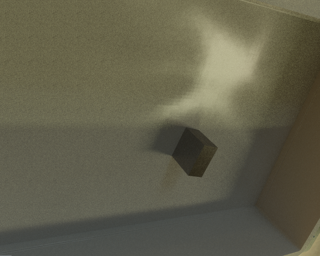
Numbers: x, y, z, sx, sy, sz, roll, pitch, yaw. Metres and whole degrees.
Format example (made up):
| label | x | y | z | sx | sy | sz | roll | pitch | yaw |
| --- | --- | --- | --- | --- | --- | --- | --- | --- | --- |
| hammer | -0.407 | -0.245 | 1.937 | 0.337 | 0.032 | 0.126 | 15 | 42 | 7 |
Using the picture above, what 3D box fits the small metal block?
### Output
| label | x | y | z | sx | sy | sz | roll | pitch | yaw |
| --- | --- | --- | --- | --- | --- | --- | --- | --- | --- |
| small metal block | 0.048 | 0.034 | 0.442 | 0.025 | 0.050 | 0.050 | 13 | 112 | -34 |
